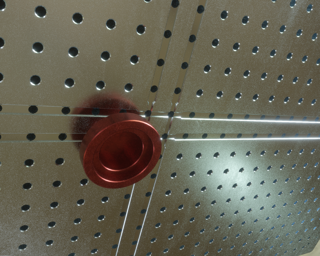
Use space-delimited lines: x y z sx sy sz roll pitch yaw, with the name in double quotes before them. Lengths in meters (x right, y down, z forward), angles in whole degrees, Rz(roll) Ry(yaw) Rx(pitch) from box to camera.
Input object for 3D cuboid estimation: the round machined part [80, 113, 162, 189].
"round machined part" -0.051 0.024 0.387 0.099 0.042 0.097 -14 124 -21
